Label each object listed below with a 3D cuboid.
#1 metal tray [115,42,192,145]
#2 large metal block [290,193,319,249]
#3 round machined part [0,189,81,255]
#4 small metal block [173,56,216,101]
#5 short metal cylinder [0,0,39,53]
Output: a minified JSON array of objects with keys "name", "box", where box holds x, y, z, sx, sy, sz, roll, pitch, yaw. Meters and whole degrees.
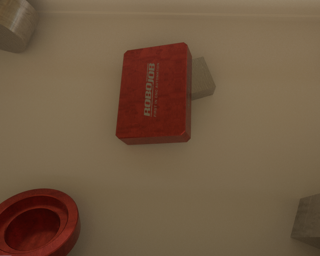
[{"name":"metal tray","box":[-0.006,-0.045,0.409,0.090,0.030,0.130,-4,69,17]},{"name":"large metal block","box":[0.206,0.112,0.342,0.080,0.080,0.050,21,72,7]},{"name":"round machined part","box":[-0.138,0.116,0.340,0.099,0.042,0.098,1,34,-1]},{"name":"small metal block","box":[0.044,-0.067,0.435,0.050,0.025,0.050,-16,71,-6]},{"name":"short metal cylinder","box":[-0.219,-0.150,0.432,0.080,0.080,0.050,14,71,5]}]
